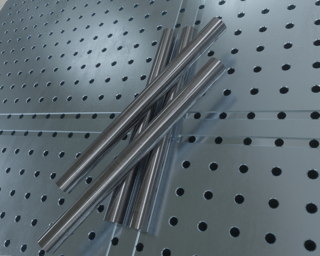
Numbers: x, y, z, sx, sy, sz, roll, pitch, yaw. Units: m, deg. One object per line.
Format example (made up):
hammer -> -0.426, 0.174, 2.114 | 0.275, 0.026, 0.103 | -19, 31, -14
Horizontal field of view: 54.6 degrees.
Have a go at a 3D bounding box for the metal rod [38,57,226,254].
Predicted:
metal rod -> -0.030, 0.029, 0.375 | 0.300, 0.025, 0.025 | -46, 51, -5

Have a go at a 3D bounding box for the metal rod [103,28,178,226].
metal rod -> -0.020, -0.018, 0.431 | 0.025, 0.025, 0.300 | 1, 62, 29

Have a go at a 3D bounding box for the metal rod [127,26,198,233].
metal rod -> 0.010, -0.016, 0.414 | 0.025, 0.025, 0.300 | 1, 62, 29

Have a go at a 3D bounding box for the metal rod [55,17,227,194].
metal rod -> -0.022, -0.033, 0.410 | 0.300, 0.025, 0.025 | -46, 51, -5
